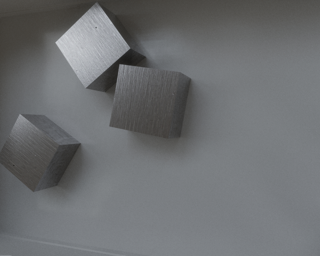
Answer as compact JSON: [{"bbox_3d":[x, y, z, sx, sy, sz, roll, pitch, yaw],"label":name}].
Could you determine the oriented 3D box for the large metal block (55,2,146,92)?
[{"bbox_3d":[-0.081,-0.108,0.426,0.080,0.050,0.080,-38,78,16],"label":"large metal block"}]

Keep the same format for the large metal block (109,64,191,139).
[{"bbox_3d":[-0.012,-0.034,0.401,0.080,0.050,0.080,11,94,19],"label":"large metal block"}]

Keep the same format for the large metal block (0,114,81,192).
[{"bbox_3d":[-0.180,0.035,0.461,0.080,0.050,0.080,34,101,16],"label":"large metal block"}]
